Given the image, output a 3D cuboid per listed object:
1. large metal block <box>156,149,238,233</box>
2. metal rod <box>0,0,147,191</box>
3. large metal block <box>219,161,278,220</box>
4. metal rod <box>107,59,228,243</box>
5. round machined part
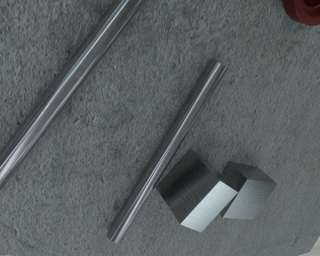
[{"bbox_3d":[0.052,0.091,0.458,0.080,0.080,0.050,-50,129,6],"label":"large metal block"},{"bbox_3d":[-0.092,-0.053,0.324,0.025,0.025,0.299,34,99,-39],"label":"metal rod"},{"bbox_3d":[0.142,0.110,0.539,0.081,0.050,0.080,14,111,-35],"label":"large metal block"},{"bbox_3d":[0.004,0.041,0.436,0.025,0.025,0.298,20,108,-36],"label":"metal rod"},{"bbox_3d":[0.192,-0.183,0.390,0.099,0.042,0.097,-14,125,-21],"label":"round machined part"}]
